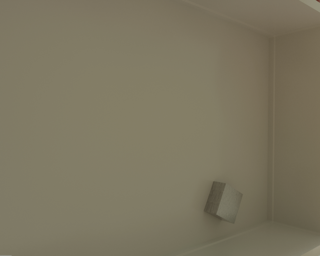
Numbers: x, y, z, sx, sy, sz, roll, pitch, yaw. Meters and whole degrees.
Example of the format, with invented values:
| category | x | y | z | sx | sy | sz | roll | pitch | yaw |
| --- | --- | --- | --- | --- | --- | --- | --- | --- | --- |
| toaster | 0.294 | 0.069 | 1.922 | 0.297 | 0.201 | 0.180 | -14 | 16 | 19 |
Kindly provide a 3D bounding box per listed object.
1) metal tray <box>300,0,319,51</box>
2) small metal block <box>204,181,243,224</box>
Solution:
| category | x | y | z | sx | sy | sz | roll | pitch | yaw |
| --- | --- | --- | --- | --- | --- | --- | --- | --- | --- |
| metal tray | 0.371 | -0.258 | 0.721 | 0.090 | 0.030 | 0.130 | 26 | 73 | -37 |
| small metal block | 0.102 | 0.119 | 0.496 | 0.050 | 0.025 | 0.050 | 35 | 69 | -35 |
